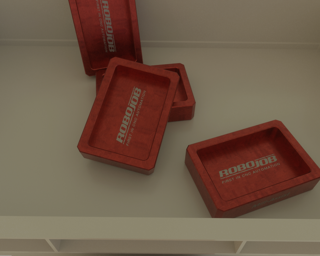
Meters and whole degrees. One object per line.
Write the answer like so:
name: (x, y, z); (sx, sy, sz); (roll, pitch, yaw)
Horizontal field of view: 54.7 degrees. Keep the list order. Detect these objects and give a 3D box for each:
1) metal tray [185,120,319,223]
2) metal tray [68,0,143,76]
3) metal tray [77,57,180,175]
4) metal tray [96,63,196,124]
metal tray: (0.106, 0.046, 0.364); (0.131, 0.030, 0.090); (-15, 52, -13)
metal tray: (-0.079, -0.149, 0.459); (0.091, 0.129, 0.030); (-13, 32, -11)
metal tray: (-0.035, -0.017, 0.381); (0.090, 0.030, 0.130); (15, 70, 2)
metal tray: (-0.023, -0.048, 0.441); (0.131, 0.030, 0.090); (-6, 50, -6)
